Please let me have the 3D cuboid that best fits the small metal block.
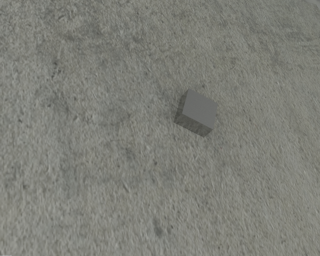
[{"bbox_3d":[0.052,-0.022,0.447,0.050,0.025,0.050,26,52,-12],"label":"small metal block"}]
